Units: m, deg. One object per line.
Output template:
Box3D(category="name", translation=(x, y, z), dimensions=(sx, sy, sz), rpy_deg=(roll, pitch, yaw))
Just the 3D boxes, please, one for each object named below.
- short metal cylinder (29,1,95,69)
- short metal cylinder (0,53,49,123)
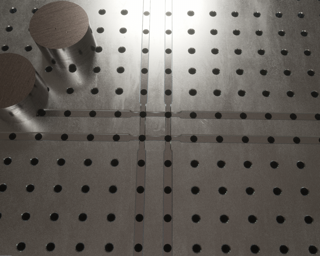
Box3D(category="short metal cylinder", translation=(-0.138, -0.133, 0.445), dimensions=(0.081, 0.050, 0.080), rpy_deg=(0, 70, 0))
Box3D(category="short metal cylinder", translation=(-0.198, -0.053, 0.415), dimensions=(0.081, 0.050, 0.080), rpy_deg=(0, 70, 0))
